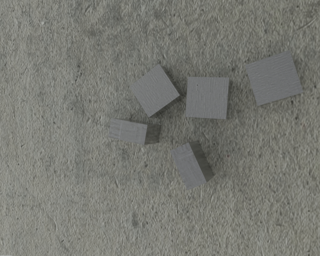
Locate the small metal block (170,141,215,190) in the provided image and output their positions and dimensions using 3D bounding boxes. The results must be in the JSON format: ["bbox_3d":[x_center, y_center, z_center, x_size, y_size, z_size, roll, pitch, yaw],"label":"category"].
[{"bbox_3d":[0.041,0.044,0.381,0.025,0.050,0.050,-27,81,18],"label":"small metal block"}]

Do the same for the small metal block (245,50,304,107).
[{"bbox_3d":[0.133,-0.056,0.362,0.050,0.025,0.050,-17,84,19],"label":"small metal block"}]

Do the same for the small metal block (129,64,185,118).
[{"bbox_3d":[-0.003,-0.048,0.410,0.050,0.025,0.050,-35,79,16],"label":"small metal block"}]

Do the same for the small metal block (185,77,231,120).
[{"bbox_3d":[0.061,-0.037,0.387,0.050,0.025,0.050,4,91,20],"label":"small metal block"}]

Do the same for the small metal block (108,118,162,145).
[{"bbox_3d":[-0.032,0.004,0.407,0.050,0.050,0.025,11,94,19],"label":"small metal block"}]
